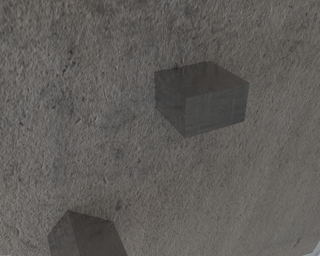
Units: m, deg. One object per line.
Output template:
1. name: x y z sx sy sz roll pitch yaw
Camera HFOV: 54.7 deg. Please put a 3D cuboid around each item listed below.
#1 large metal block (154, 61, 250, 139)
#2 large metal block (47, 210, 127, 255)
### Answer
1. large metal block: 0.047 -0.038 0.373 0.081 0.080 0.050 -15 125 -20
2. large metal block: -0.097 0.166 0.421 0.080 0.080 0.050 30 102 -38
